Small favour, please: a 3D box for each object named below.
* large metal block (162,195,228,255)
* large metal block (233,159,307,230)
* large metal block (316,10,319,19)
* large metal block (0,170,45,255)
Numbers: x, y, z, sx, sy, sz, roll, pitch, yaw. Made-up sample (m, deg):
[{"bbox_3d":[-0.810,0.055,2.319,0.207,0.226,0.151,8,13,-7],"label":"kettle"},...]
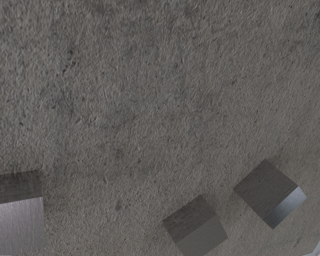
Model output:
[{"bbox_3d":[0.061,0.175,0.532,0.080,0.050,0.080,-33,129,-7],"label":"large metal block"},{"bbox_3d":[0.192,0.115,0.547,0.080,0.080,0.050,-44,129,2],"label":"large metal block"},{"bbox_3d":[0.284,-0.177,0.436,0.081,0.050,0.079,10,113,-33],"label":"large metal block"},{"bbox_3d":[-0.179,0.101,0.355,0.081,0.050,0.079,-6,121,-26],"label":"large metal block"}]
